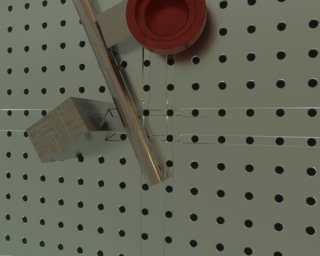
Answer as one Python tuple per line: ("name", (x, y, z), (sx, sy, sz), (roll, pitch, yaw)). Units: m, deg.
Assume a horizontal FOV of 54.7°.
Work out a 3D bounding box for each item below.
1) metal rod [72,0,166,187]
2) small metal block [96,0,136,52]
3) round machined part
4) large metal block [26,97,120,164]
("metal rod", (-0.062, -0.062, 0.434), (0.025, 0.025, 0.299), (-26, 82, 18))
("small metal block", (-0.054, -0.141, 0.432), (0.050, 0.025, 0.050), (-22, 83, 18))
("round machined part", (0.010, -0.141, 0.394), (0.098, 0.042, 0.097), (0, 87, 10))
("large metal block", (-0.116, 0.003, 0.424), (0.080, 0.080, 0.050), (-33, 80, 17))
